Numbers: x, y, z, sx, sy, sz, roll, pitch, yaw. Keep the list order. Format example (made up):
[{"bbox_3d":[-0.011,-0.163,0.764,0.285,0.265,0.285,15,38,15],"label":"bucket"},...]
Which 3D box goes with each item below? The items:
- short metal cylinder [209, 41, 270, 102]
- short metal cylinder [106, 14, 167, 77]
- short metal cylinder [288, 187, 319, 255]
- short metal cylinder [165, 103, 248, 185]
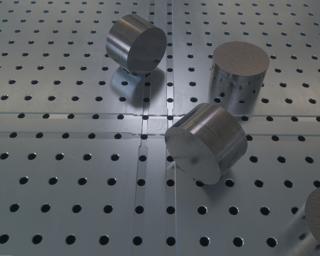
[{"bbox_3d":[0.117,-0.085,0.464,0.081,0.050,0.080,0,50,0],"label":"short metal cylinder"},{"bbox_3d":[-0.036,-0.127,0.478,0.080,0.080,0.050,-36,59,-26],"label":"short metal cylinder"},{"bbox_3d":[0.176,0.103,0.306,0.081,0.050,0.080,0,50,0],"label":"short metal cylinder"},{"bbox_3d":[0.052,0.018,0.357,0.080,0.080,0.050,36,59,26],"label":"short metal cylinder"}]
